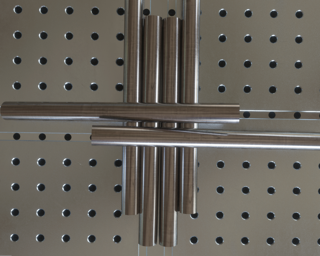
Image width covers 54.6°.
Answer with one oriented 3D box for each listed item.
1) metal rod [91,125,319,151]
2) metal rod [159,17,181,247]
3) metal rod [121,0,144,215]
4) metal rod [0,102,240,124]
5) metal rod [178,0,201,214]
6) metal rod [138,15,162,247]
[{"bbox_3d":[0.068,0.013,0.393,0.302,0.025,0.025,2,90,-9],"label":"metal rod"},{"bbox_3d":[0.014,0.005,0.414,0.025,0.025,0.298,1,90,0],"label":"metal rod"},{"bbox_3d":[-0.037,-0.037,0.412,0.025,0.025,0.298,1,90,0],"label":"metal rod"},{"bbox_3d":[-0.056,-0.020,0.390,0.301,0.025,0.025,1,90,9],"label":"metal rod"},{"bbox_3d":[0.039,-0.038,0.413,0.025,0.025,0.298,1,90,0],"label":"metal rod"},{"bbox_3d":[-0.013,0.004,0.412,0.025,0.025,0.298,1,90,0],"label":"metal rod"}]
